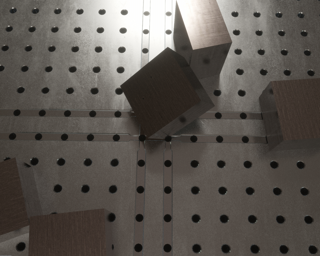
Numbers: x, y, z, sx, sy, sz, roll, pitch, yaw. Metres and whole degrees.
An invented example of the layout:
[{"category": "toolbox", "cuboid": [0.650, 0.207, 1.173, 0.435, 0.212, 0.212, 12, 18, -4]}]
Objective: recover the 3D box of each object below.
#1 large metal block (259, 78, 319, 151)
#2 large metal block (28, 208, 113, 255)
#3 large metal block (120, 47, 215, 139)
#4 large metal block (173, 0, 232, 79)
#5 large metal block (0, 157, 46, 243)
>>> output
[{"category": "large metal block", "cuboid": [0.184, -0.017, 0.407, 0.081, 0.050, 0.080, -4, 70, -2]}, {"category": "large metal block", "cuboid": [-0.097, 0.138, 0.347, 0.081, 0.050, 0.080, -6, 70, -3]}, {"category": "large metal block", "cuboid": [0.009, -0.041, 0.395, 0.080, 0.050, 0.080, -36, 71, 21]}, {"category": "large metal block", "cuboid": [0.054, -0.123, 0.428, 0.050, 0.080, 0.080, -13, 71, -5]}, {"category": "large metal block", "cuboid": [-0.192, 0.090, 0.363, 0.081, 0.050, 0.080, -18, 71, -7]}]
